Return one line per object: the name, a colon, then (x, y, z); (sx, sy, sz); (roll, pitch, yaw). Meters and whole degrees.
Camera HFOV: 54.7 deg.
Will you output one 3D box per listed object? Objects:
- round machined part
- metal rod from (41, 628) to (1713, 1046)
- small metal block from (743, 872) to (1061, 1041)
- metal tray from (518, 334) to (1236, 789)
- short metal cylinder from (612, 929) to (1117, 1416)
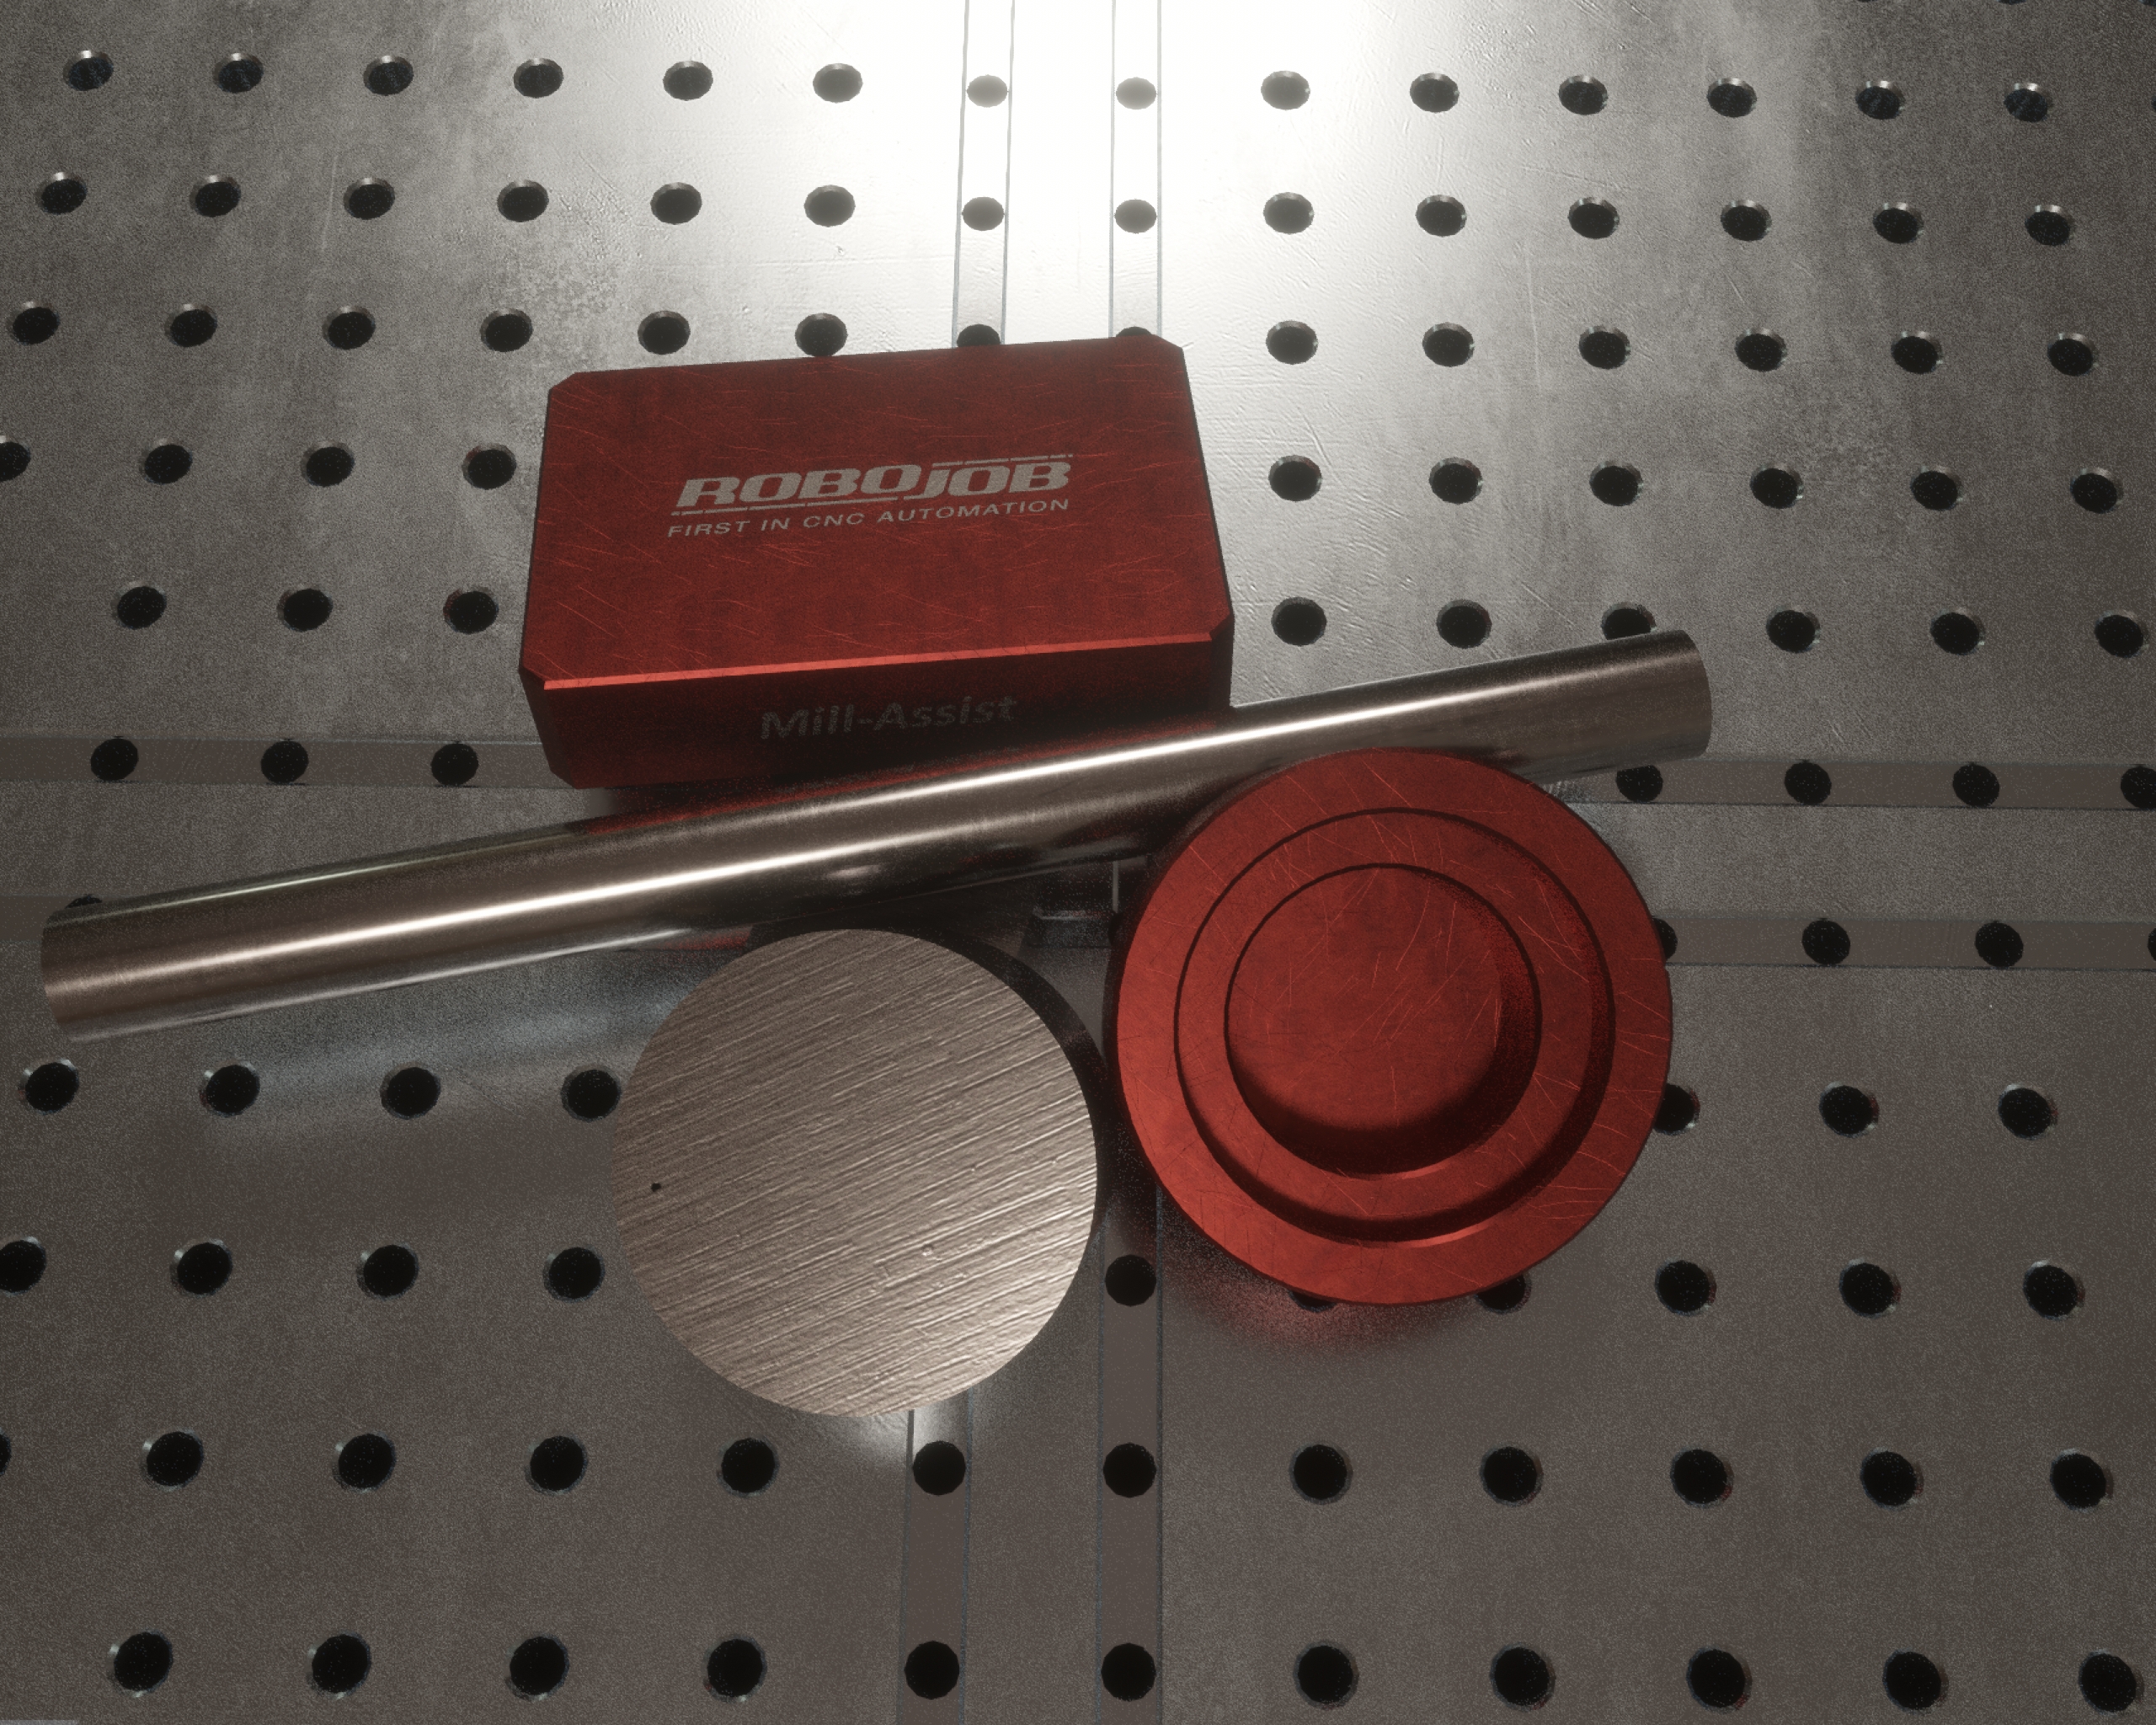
round machined part: (0.054, 0.028, 0.381); (0.099, 0.042, 0.097); (0, 92, -4)
metal rod: (-0.032, -0.006, 0.386); (0.302, 0.025, 0.025); (-10, 71, -4)
small metal block: (-0.035, 0.013, 0.415); (0.050, 0.025, 0.050); (17, 71, 5)
metal tray: (-0.039, -0.062, 0.416); (0.131, 0.030, 0.090); (-4, 51, -3)
short metal cylinder: (-0.035, 0.051, 0.367); (0.080, 0.050, 0.079); (0, 88, 5)
